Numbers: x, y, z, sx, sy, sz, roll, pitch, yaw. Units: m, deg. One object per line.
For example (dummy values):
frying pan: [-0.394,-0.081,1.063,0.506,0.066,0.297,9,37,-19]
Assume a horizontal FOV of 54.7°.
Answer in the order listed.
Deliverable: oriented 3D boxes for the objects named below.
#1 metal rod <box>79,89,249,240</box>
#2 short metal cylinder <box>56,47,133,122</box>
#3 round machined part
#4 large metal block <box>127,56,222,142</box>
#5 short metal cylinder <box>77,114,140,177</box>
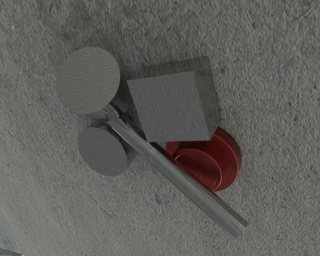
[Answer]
metal rod: [-0.019,0.022,0.388,0.300,0.025,0.025,40,130,17]
short metal cylinder: [-0.077,-0.051,0.377,0.080,0.050,0.080,-2,80,14]
round machined part: [0.051,0.044,0.397,0.098,0.042,0.097,13,124,21]
large metal block: [0.019,-0.031,0.360,0.080,0.050,0.080,-3,117,29]
short metal cylinder: [-0.069,0.022,0.444,0.080,0.050,0.079,13,124,21]
